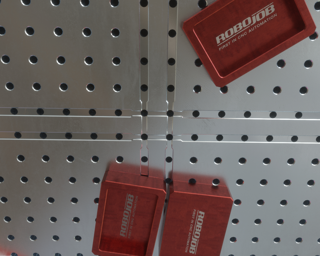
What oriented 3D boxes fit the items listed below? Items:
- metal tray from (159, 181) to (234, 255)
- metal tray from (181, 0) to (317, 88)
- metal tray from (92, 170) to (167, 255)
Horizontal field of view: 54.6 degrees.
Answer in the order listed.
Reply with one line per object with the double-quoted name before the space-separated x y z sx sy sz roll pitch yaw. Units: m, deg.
"metal tray" 0.051 0.147 0.465 0.091 0.030 0.129 7 110 -3
"metal tray" 0.102 -0.119 0.367 0.130 0.030 0.090 -31 107 10
"metal tray" -0.046 0.133 0.458 0.090 0.030 0.129 10 110 -4
